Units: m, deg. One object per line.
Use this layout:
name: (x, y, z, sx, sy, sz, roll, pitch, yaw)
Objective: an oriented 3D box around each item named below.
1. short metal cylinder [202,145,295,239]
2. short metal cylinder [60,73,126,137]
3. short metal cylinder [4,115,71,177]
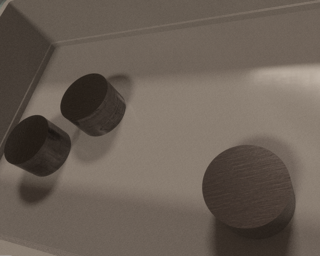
short metal cylinder: (0.088, 0.063, 0.304, 0.080, 0.050, 0.080, -13, 56, 20)
short metal cylinder: (-0.099, -0.034, 0.460, 0.080, 0.050, 0.080, -13, 56, 20)
short metal cylinder: (-0.183, 0.027, 0.467, 0.080, 0.050, 0.080, -13, 56, 20)
